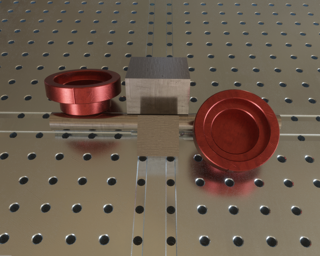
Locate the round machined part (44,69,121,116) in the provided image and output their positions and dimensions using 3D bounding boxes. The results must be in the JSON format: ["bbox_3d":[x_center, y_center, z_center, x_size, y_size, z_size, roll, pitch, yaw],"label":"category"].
[{"bbox_3d":[-0.102,-0.048,0.420,0.099,0.042,0.098,0,24,0],"label":"round machined part"}]

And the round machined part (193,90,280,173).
[{"bbox_3d":[0.089,0.006,0.376,0.099,0.042,0.098,0,75,0],"label":"round machined part"}]

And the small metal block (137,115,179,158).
[{"bbox_3d":[-0.002,0.012,0.385,0.050,0.025,0.050,1,79,0],"label":"small metal block"}]

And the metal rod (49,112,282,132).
[{"bbox_3d":[0.007,-0.008,0.415,0.302,0.025,0.025,0,50,0],"label":"metal rod"}]

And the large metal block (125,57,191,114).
[{"bbox_3d":[-0.002,-0.061,0.427,0.081,0.050,0.080,1,32,0],"label":"large metal block"}]
